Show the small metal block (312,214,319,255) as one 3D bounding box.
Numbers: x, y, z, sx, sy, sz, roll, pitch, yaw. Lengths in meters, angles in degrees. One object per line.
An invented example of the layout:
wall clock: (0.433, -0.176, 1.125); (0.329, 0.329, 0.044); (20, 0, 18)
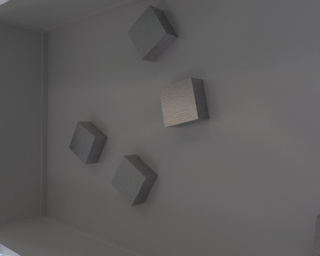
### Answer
small metal block: (0.165, 0.106, 0.271); (0.050, 0.025, 0.050); (7, 95, 39)

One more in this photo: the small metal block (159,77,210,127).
small metal block: (0.029, -0.030, 0.383); (0.050, 0.025, 0.050); (-14, 81, 39)

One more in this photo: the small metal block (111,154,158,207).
small metal block: (-0.037, 0.073, 0.438); (0.050, 0.025, 0.050); (40, 114, 33)

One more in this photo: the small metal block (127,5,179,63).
small metal block: (-0.010, -0.125, 0.416); (0.050, 0.025, 0.050); (-40, 66, 32)

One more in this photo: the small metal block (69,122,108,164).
small metal block: (-0.117, 0.023, 0.504); (0.050, 0.025, 0.050); (37, 112, 34)
